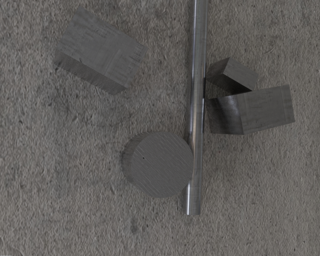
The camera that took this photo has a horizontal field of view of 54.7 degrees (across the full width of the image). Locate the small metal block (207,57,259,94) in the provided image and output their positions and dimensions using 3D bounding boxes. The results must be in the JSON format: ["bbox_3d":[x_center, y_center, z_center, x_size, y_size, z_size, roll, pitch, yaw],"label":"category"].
[{"bbox_3d":[0.099,-0.071,0.433,0.050,0.050,0.025,26,82,-18],"label":"small metal block"}]

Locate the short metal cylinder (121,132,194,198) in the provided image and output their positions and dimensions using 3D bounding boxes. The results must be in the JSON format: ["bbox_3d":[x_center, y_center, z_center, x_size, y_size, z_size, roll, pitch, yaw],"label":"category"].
[{"bbox_3d":[-0.004,0.044,0.394,0.081,0.050,0.080,0,90,-20],"label":"short metal cylinder"}]

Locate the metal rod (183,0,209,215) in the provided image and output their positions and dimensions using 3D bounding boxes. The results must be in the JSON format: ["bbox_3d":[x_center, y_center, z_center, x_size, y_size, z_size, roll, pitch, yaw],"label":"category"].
[{"bbox_3d":[0.050,-0.033,0.427,0.025,0.025,0.298,2,89,-20],"label":"metal rod"}]

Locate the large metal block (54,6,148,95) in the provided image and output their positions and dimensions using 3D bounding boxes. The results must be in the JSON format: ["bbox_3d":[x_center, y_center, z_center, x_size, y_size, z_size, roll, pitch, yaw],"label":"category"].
[{"bbox_3d":[-0.071,-0.082,0.354,0.080,0.080,0.050,28,81,-18],"label":"large metal block"}]

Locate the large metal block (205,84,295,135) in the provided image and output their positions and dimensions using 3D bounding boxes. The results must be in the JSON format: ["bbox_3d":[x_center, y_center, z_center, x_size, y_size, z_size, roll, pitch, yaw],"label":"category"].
[{"bbox_3d":[0.120,-0.024,0.425,0.081,0.080,0.050,-12,95,-20],"label":"large metal block"}]
